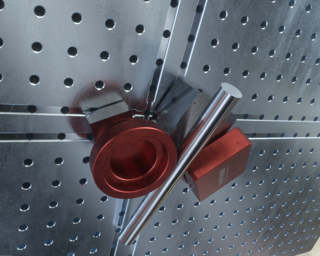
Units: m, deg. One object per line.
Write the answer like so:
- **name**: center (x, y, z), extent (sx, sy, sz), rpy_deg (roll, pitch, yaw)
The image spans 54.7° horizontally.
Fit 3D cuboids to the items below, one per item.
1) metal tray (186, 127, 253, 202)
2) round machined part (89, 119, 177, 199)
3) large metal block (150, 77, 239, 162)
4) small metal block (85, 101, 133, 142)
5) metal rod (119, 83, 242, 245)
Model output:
- **metal tray**: center (0.084, 0.058, 0.453), extent (0.090, 0.030, 0.130), rpy_deg (-33, 154, -6)
- **round machined part**: center (-0.033, 0.032, 0.362), extent (0.099, 0.042, 0.097), rpy_deg (-12, 124, -18)
- **large metal block**: center (0.041, -0.007, 0.409), extent (0.080, 0.050, 0.080), rpy_deg (25, 105, -37)
- **small metal block**: center (-0.058, 0.001, 0.377), extent (0.050, 0.025, 0.050), rpy_deg (-20, 126, -17)
- **metal rod**: center (0.010, 0.067, 0.402), extent (0.025, 0.025, 0.298), rpy_deg (6, 131, -31)
